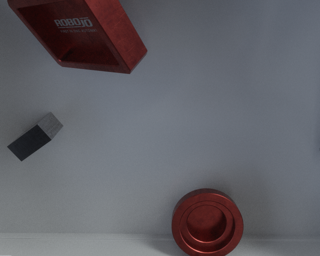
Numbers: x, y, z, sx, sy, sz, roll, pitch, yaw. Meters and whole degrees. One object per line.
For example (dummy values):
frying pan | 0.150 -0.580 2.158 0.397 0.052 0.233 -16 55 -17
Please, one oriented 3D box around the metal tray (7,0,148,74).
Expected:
metal tray | -0.084 -0.101 0.310 0.030 0.130 0.090 -55 135 -22

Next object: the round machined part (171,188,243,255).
round machined part | 0.066 0.133 0.445 0.099 0.042 0.097 0 98 2

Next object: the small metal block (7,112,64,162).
small metal block | -0.159 0.010 0.399 0.050 0.050 0.025 -34 107 11
